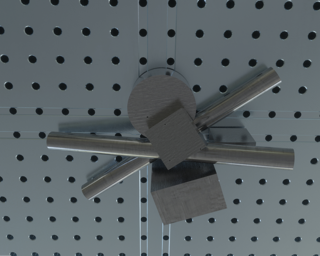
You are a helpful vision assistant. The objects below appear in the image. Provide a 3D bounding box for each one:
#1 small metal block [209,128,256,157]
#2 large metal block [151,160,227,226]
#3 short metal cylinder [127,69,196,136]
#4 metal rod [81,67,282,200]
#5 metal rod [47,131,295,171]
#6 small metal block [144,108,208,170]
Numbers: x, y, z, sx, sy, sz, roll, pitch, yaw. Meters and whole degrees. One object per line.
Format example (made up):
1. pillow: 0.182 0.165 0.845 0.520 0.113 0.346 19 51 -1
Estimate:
1. small metal block: 0.092 0.020 0.405 0.050 0.050 0.025 1 110 1
2. large metal block: 0.035 0.072 0.406 0.080 0.080 0.050 -17 109 6
3. short metal cylinder: 0.002 -0.031 0.385 0.081 0.050 0.079 0 109 0
4. metal rod: 0.020 0.013 0.415 0.300 0.025 0.025 -32 107 11
5. metal rod: 0.003 0.026 0.382 0.301 0.025 0.025 4 111 12
6. small metal block: 0.019 0.012 0.352 0.050 0.025 0.050 -34 84 11
